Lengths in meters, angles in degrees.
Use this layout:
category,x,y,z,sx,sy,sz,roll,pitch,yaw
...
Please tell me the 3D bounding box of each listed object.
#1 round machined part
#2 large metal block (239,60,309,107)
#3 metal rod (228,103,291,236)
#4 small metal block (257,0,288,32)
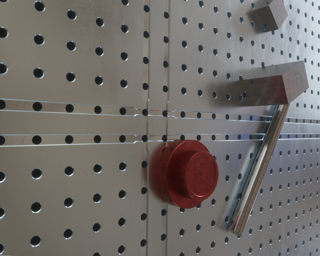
category,x,y,z,sx,sy,sz,roll,pitch,yaw
round machined part,0.045,0.065,0.439,0.099,0.042,0.097,0,90,-40
large metal block,0.201,-0.077,0.545,0.081,0.080,0.050,-31,110,-36
metal rod,0.193,0.054,0.574,0.025,0.025,0.300,44,64,-32
small metal block,0.217,-0.222,0.594,0.050,0.025,0.050,-52,121,-28
